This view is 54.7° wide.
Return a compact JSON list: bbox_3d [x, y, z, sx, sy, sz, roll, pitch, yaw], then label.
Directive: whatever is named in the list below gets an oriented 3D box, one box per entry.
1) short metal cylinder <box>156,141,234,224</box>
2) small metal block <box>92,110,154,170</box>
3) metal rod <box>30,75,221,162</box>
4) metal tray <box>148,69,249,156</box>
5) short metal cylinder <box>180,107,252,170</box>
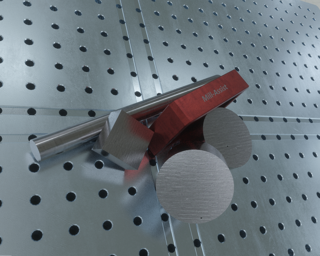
[{"bbox_3d":[0.038,0.058,0.345,0.080,0.080,0.050,40,9,-1],"label":"short metal cylinder"},{"bbox_3d":[-0.041,0.015,0.356,0.050,0.025,0.050,36,65,-29],"label":"small metal block"},{"bbox_3d":[-0.017,-0.025,0.409,0.302,0.025,0.025,-24,75,-36],"label":"metal rod"},{"bbox_3d":[0.046,-0.021,0.399,0.131,0.090,0.030,-30,79,-38],"label":"metal tray"},{"bbox_3d":[0.074,0.019,0.409,0.081,0.050,0.080,13,64,-28],"label":"short metal cylinder"}]
